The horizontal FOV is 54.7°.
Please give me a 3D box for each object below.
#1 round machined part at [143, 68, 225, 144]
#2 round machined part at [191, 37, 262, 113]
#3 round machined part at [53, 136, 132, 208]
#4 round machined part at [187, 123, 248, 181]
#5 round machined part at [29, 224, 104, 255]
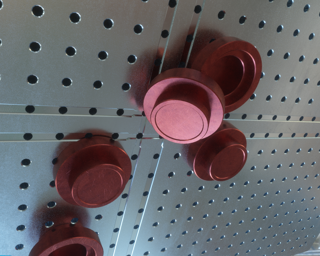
[{"bbox_3d":[0.027,-0.019,0.371,0.098,0.042,0.097,9,133,10],"label":"round machined part"},{"bbox_3d":[0.079,-0.070,0.402,0.099,0.042,0.097,-14,124,-21],"label":"round machined part"},{"bbox_3d":[-0.082,0.063,0.396,0.099,0.042,0.097,-14,125,-21],"label":"round machined part"},{"bbox_3d":[0.096,0.044,0.482,0.099,0.042,0.097,-14,125,-21],"label":"round machined part"},{"bbox_3d":[-0.133,0.175,0.437,0.099,0.042,0.097,-14,124,-21],"label":"round machined part"}]
